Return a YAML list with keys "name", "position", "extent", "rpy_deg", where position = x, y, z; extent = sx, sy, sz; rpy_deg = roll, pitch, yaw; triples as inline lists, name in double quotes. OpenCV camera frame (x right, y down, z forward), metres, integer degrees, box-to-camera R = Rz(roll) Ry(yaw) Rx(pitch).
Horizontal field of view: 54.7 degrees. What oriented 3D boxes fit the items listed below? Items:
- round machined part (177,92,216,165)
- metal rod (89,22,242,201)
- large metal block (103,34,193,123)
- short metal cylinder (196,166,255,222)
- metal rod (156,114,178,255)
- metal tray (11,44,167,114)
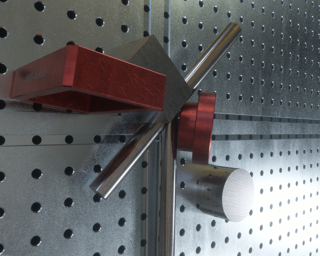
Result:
- name: "round machined part"
  position: [0.049, -0.001, 0.420]
  extent: [0.098, 0.042, 0.097]
  rpy_deg: [5, 91, -81]
- name: "metal rod"
  position: [0.020, -0.036, 0.395]
  extent: [0.301, 0.025, 0.025]
  rpy_deg: [-51, 120, -23]
- name: "large metal block"
  position: [-0.024, -0.051, 0.355]
  extent: [0.080, 0.080, 0.050]
  rpy_deg: [51, 60, -28]
- name: "short metal cylinder"
  position: [0.102, 0.101, 0.482]
  extent: [0.081, 0.050, 0.079]
  rpy_deg: [0, 90, -40]
- name: "metal rod"
  position: [0.009, 0.091, 0.419]
  extent: [0.025, 0.025, 0.298]
  rpy_deg: [2, 89, -40]
- name: "metal tray"
  position: [-0.069, -0.036, 0.284]
  extent: [0.091, 0.130, 0.030]
  rpy_deg: [11, 83, -40]
